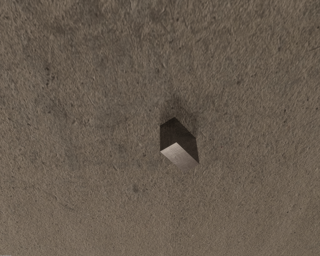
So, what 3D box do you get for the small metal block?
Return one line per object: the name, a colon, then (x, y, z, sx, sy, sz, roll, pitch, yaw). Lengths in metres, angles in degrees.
small metal block: (0.026, 0.022, 0.410, 0.025, 0.050, 0.050, -32, 124, 23)
